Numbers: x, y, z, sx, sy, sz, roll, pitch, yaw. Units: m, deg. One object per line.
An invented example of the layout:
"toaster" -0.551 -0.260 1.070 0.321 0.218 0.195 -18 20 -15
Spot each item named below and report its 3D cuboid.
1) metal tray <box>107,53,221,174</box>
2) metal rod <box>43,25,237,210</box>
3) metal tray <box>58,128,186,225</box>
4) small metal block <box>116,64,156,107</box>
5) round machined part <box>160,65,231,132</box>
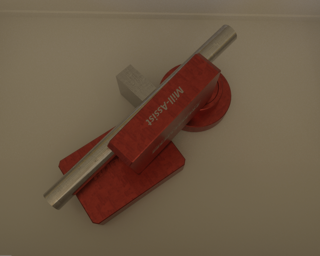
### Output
"metal tray" 0.007 -0.011 0.337 0.030 0.090 0.130 42 82 11
"metal rod" -0.016 -0.020 0.374 0.025 0.025 0.301 43 79 13
"metal tray" -0.046 0.047 0.388 0.131 0.030 0.090 -33 74 -12
"small metal block" -0.029 -0.049 0.412 0.025 0.050 0.050 -43 76 -14
"round machined part" 0.047 -0.047 0.416 0.099 0.042 0.098 0 70 -1
